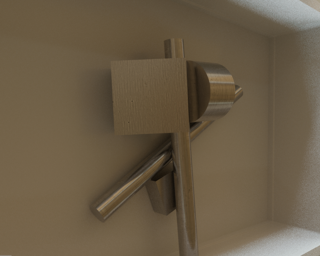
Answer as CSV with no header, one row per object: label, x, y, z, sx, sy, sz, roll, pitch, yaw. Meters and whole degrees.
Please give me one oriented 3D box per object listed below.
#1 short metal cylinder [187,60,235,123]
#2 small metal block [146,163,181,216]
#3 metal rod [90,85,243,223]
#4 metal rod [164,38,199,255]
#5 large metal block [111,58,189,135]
short metal cylinder,0.052,-0.048,0.414,0.050,0.080,0.079,-6,94,-42
small metal block,0.012,0.081,0.417,0.050,0.025,0.050,-27,107,-37
metal rod,0.028,0.018,0.430,0.302,0.025,0.025,-39,114,-33
metal rod,0.028,0.038,0.397,0.025,0.025,0.298,-6,93,-40
large metal block,-0.010,-0.035,0.356,0.081,0.050,0.079,-3,92,0
